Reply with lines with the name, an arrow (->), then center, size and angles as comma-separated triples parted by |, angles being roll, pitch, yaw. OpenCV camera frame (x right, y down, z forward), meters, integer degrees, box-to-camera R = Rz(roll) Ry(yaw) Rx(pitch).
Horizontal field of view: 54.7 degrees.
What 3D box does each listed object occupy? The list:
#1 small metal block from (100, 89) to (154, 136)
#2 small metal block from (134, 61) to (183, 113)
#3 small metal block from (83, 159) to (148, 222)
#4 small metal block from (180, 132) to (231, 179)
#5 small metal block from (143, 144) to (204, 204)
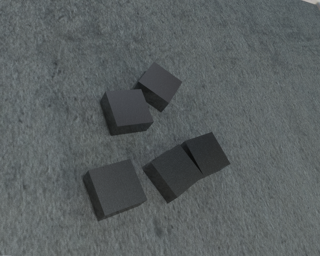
small metal block -> -0.043, -0.021, 0.395 | 0.050, 0.025, 0.050 | -8, 66, -32
small metal block -> -0.003, -0.058, 0.439 | 0.050, 0.025, 0.050 | 35, 51, -5
small metal block -> -0.049, 0.067, 0.338 | 0.050, 0.025, 0.050 | -13, 68, -34
small metal block -> 0.058, 0.038, 0.414 | 0.050, 0.025, 0.050 | -16, 70, -35
small metal block -> 0.017, 0.055, 0.381 | 0.050, 0.025, 0.050 | -31, 79, -38
